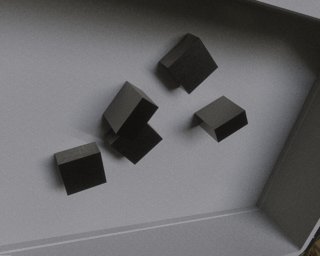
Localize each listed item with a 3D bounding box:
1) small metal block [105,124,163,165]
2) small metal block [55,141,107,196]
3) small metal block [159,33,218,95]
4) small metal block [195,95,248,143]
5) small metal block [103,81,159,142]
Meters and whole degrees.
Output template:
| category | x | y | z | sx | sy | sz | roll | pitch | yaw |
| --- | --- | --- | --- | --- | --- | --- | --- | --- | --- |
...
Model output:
| category | x | y | z | sx | sy | sz | roll | pitch | yaw |
| --- | --- | --- | --- | --- | --- | --- | --- | --- | --- |
| small metal block | -0.033 | 0.012 | 0.399 | 0.050 | 0.025 | 0.050 | -43 | 130 | 1 |
| small metal block | -0.098 | 0.050 | 0.387 | 0.050 | 0.025 | 0.050 | -17 | 125 | -19 |
| small metal block | 0.036 | -0.079 | 0.381 | 0.050 | 0.025 | 0.050 | -43 | 130 | 1 |
| small metal block | 0.085 | -0.014 | 0.433 | 0.050 | 0.050 | 0.025 | -31 | 129 | -9 |
| small metal block | -0.035 | -0.020 | 0.362 | 0.025 | 0.050 | 0.050 | 30 | 102 | -38 |
